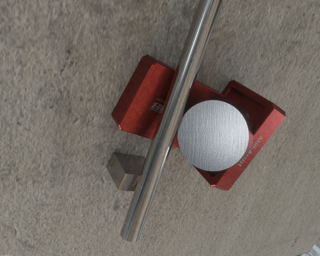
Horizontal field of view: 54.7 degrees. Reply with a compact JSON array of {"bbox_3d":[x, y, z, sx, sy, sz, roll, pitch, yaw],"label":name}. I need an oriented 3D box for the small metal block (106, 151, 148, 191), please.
[{"bbox_3d":[-0.037,0.058,0.409,0.050,0.050,0.025,13,112,-34],"label":"small metal block"}]

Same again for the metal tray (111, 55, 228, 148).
[{"bbox_3d":[0.016,-0.026,0.398,0.131,0.030,0.090,20,108,-36],"label":"metal tray"}]

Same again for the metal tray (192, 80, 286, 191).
[{"bbox_3d":[0.095,0.008,0.425,0.030,0.090,0.129,26,104,-37],"label":"metal tray"}]

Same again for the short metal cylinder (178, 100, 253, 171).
[{"bbox_3d":[0.067,0.009,0.369,0.080,0.080,0.050,-56,161,11],"label":"short metal cylinder"}]

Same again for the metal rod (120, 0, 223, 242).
[{"bbox_3d":[0.009,-0.001,0.363,0.025,0.025,0.298,11,104,-34],"label":"metal rod"}]
